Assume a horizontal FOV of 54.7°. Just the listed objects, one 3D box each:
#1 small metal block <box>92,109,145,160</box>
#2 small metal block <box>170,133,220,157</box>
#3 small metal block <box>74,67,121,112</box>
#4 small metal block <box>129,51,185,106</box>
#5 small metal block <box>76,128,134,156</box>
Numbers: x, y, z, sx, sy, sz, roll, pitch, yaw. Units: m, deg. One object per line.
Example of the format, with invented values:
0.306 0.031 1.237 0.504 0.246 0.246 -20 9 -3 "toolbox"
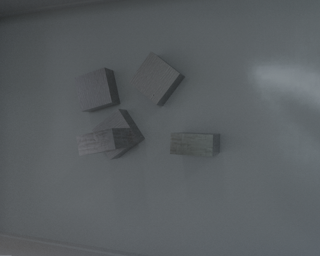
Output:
-0.058 0.009 0.431 0.050 0.025 0.050 -37 79 16 "small metal block"
0.045 0.019 0.381 0.050 0.050 0.025 2 91 20 "small metal block"
-0.089 -0.053 0.442 0.050 0.025 0.050 -14 85 19 "small metal block"
-0.004 -0.065 0.412 0.050 0.025 0.050 41 103 15 "small metal block"
-0.069 0.017 0.395 0.050 0.050 0.025 -12 86 19 "small metal block"
